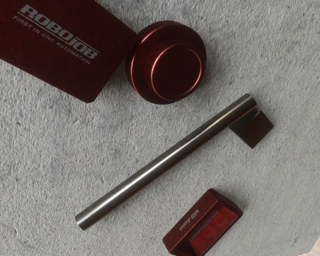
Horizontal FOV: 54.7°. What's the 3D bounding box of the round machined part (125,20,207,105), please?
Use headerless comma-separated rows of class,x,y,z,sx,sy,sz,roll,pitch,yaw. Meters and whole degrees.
round machined part,0.013,-0.071,0.360,0.099,0.042,0.097,-14,125,-21

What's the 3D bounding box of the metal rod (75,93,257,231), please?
metal rod,0.012,0.046,0.443,0.301,0.025,0.025,-35,129,-5

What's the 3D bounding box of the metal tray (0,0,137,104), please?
metal tray,-0.098,-0.091,0.295,0.131,0.030,0.090,29,102,-38

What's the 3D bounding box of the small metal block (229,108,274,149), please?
small metal block,0.144,-0.002,0.487,0.050,0.025,0.050,-48,129,5

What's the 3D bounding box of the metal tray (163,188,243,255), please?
metal tray,0.078,0.178,0.558,0.130,0.030,0.090,-49,129,6
